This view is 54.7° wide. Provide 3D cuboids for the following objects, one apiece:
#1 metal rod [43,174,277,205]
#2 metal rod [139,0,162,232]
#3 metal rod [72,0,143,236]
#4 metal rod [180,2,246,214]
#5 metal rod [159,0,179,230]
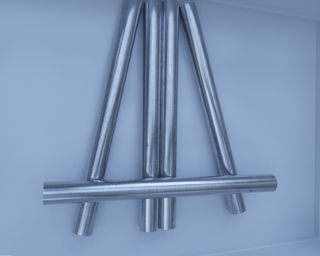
[{"bbox_3d":[0.016,0.074,0.387,0.302,0.025,0.025,1,90,-20],"label":"metal rod"},{"bbox_3d":[-0.012,-0.017,0.405,0.025,0.025,0.298,1,90,-20],"label":"metal rod"},{"bbox_3d":[-0.064,-0.019,0.386,0.025,0.025,0.298,13,86,-20],"label":"metal rod"},{"bbox_3d":[0.075,-0.023,0.437,0.025,0.025,0.298,-17,96,-19],"label":"metal rod"},{"bbox_3d":[0.011,-0.018,0.413,0.025,0.025,0.298,1,90,-20],"label":"metal rod"}]
